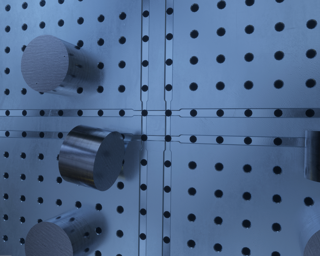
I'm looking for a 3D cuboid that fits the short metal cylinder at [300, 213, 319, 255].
[{"bbox_3d":[0.195,0.135,0.331,0.080,0.050,0.079,0,90,19],"label":"short metal cylinder"}]

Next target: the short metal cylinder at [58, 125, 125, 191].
[{"bbox_3d":[-0.088,0.039,0.413,0.050,0.080,0.079,11,94,19],"label":"short metal cylinder"}]

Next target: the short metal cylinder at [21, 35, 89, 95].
[{"bbox_3d":[-0.152,-0.089,0.451,0.080,0.050,0.079,0,90,19],"label":"short metal cylinder"}]

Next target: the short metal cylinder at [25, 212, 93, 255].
[{"bbox_3d":[-0.145,0.169,0.449,0.080,0.050,0.079,0,90,19],"label":"short metal cylinder"}]

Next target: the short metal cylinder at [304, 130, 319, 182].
[{"bbox_3d":[0.192,0.028,0.316,0.080,0.080,0.050,2,91,19],"label":"short metal cylinder"}]
